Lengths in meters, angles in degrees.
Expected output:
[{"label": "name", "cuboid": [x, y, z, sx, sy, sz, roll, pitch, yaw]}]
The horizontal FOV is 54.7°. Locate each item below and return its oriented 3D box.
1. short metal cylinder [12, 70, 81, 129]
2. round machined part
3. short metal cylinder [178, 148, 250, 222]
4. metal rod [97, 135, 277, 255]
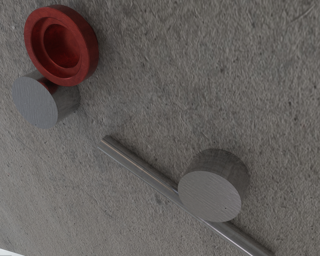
[{"label": "short metal cylinder", "cuboid": [-0.164, -0.045, 0.449, 0.080, 0.050, 0.079, 13, 124, 21]}, {"label": "round machined part", "cuboid": [-0.119, -0.105, 0.393, 0.098, 0.042, 0.097, 13, 124, 21]}, {"label": "short metal cylinder", "cuboid": [0.070, 0.073, 0.399, 0.080, 0.050, 0.079, 13, 124, 21]}, {"label": "metal rod", "cuboid": [0.036, 0.106, 0.453, 0.301, 0.025, 0.025, 35, 129, 4]}]
